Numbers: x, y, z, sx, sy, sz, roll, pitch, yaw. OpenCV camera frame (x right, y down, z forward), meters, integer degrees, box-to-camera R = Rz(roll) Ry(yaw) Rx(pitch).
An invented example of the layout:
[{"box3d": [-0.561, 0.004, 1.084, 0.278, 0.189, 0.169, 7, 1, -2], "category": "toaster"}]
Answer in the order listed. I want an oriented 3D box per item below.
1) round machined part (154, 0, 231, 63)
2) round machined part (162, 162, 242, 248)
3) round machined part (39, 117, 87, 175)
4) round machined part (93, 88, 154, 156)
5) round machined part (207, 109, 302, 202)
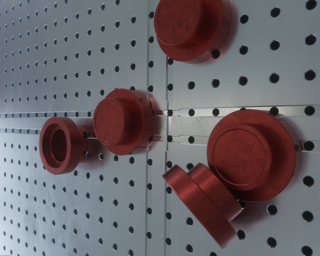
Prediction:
[{"box3d": [0.031, -0.130, 0.373, 0.098, 0.042, 0.097, 0, 90, 40], "category": "round machined part"}, {"box3d": [0.049, 0.076, 0.334, 0.042, 0.098, 0.098, -40, 60, -6], "category": "round machined part"}, {"box3d": [-0.164, 0.030, 0.536, 0.098, 0.042, 0.097, 0, 90, 40], "category": "round machined part"}, {"box3d": [-0.060, -0.009, 0.449, 0.098, 0.042, 0.097, 0, 90, 40], "category": "round machined part"}, {"box3d": [0.091, 0.029, 0.324, 0.098, 0.042, 0.097, 0, 90, 40], "category": "round machined part"}]
